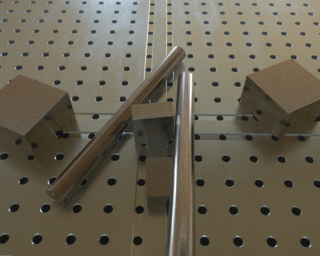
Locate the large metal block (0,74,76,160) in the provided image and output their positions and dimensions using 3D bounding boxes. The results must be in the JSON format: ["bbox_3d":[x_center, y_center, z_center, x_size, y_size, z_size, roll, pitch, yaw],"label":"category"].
[{"bbox_3d":[-0.172,-0.016,0.404,0.080,0.050,0.080,21,53,16],"label":"large metal block"}]

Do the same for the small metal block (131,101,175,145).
[{"bbox_3d":[-0.009,-0.006,0.396,0.050,0.050,0.025,-6,51,-5],"label":"small metal block"}]

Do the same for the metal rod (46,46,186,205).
[{"bbox_3d":[-0.042,-0.024,0.426,0.025,0.025,0.301,23,54,18],"label":"metal rod"}]

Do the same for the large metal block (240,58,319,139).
[{"bbox_3d":[0.172,-0.043,0.428,0.081,0.050,0.080,-22,54,-18],"label":"large metal block"}]

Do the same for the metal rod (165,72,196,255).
[{"bbox_3d":[0.028,0.023,0.357,0.025,0.025,0.300,4,40,3],"label":"metal rod"}]

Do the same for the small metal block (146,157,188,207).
[{"bbox_3d":[0.010,0.061,0.356,0.050,0.025,0.050,-2,50,-2],"label":"small metal block"}]
